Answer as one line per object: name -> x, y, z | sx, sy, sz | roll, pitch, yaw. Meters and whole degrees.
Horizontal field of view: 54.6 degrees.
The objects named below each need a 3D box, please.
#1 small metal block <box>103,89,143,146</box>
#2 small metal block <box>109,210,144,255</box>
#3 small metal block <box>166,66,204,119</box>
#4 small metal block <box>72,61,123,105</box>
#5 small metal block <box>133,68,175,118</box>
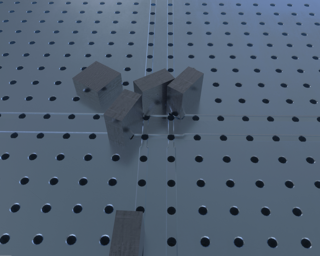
small metal block -> -0.046, -0.014, 0.403 | 0.025, 0.050, 0.050 | 21, 53, 16
small metal block -> -0.030, 0.113, 0.296 | 0.025, 0.050, 0.050 | 3, 50, 2
small metal block -> 0.035, -0.049, 0.433 | 0.025, 0.050, 0.050 | 30, 56, 22
small metal block -> -0.093, -0.069, 0.465 | 0.050, 0.025, 0.050 | 29, 56, 22
small metal block -> -0.007, -0.049, 0.432 | 0.050, 0.050, 0.025 | -25, 54, -20
